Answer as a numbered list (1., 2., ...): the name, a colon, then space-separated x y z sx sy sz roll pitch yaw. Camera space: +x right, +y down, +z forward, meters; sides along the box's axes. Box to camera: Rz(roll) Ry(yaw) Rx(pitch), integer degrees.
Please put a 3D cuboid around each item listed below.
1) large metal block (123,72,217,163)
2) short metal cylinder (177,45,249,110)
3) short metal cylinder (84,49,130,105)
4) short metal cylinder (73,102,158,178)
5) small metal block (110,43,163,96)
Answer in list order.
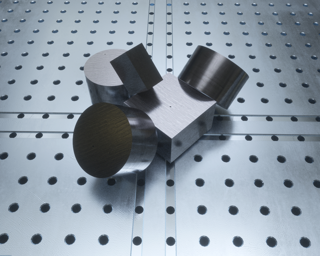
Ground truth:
1. large metal block: 0.012 -0.016 0.397 0.080 0.050 0.080 37 59 26
2. short metal cylinder: 0.070 -0.067 0.415 0.080 0.080 0.050 36 97 26
3. short metal cylinder: -0.064 -0.069 0.444 0.081 0.050 0.080 0 50 0
4. short metal cylinder: -0.050 0.014 0.347 0.080 0.050 0.080 -2 85 29
5. small metal block: -0.030 -0.071 0.382 0.025 0.050 0.050 -38 16 -25
